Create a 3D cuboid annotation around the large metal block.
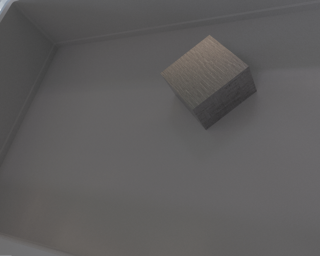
[{"bbox_3d":[0.061,-0.059,0.394,0.080,0.050,0.080,-38,51,3],"label":"large metal block"}]
